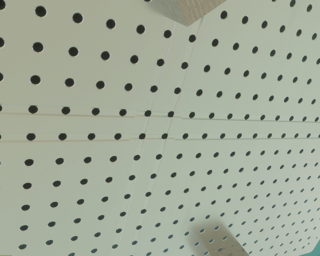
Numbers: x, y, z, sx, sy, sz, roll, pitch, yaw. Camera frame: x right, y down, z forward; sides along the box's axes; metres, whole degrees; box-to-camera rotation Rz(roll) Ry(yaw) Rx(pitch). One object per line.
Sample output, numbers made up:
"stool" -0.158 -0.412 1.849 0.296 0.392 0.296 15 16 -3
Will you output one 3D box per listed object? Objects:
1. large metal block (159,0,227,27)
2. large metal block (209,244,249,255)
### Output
"large metal block" 0.034 -0.164 0.312 0.080 0.050 0.080 -36 129 -5
"large metal block" 0.152 0.298 0.641 0.081 0.080 0.050 -5 121 -26
